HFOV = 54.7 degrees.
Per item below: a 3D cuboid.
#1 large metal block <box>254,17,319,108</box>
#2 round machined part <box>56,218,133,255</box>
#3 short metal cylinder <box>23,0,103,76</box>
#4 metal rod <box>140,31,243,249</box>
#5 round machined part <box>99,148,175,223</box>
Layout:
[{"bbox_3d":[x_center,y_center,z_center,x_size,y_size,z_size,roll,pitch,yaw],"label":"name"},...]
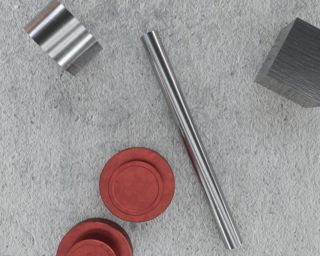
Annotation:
[{"bbox_3d":[0.183,-0.080,0.399,0.080,0.050,0.080,28,90,0],"label":"large metal block"},{"bbox_3d":[-0.086,0.171,0.401,0.099,0.042,0.097,0,90,0],"label":"round machined part"},{"bbox_3d":[-0.117,-0.110,0.381,0.050,0.080,0.080,-45,90,0],"label":"short metal cylinder"},{"bbox_3d":[0.042,0.016,0.410,0.025,0.025,0.299,-22,90,0],"label":"metal rod"},{"bbox_3d":[-0.030,0.074,0.401,0.099,0.042,0.097,0,90,0],"label":"round machined part"}]
